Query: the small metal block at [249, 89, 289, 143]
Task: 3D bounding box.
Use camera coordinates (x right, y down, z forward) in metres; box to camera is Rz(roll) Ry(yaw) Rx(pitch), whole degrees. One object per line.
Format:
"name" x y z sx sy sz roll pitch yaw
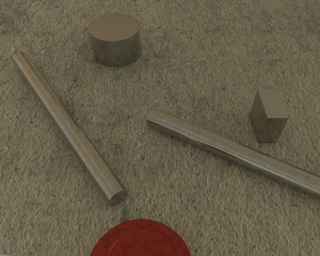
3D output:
"small metal block" 0.139 -0.015 0.401 0.025 0.050 0.050 -1 50 -1

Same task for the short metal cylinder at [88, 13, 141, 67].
"short metal cylinder" -0.073 -0.145 0.508 0.081 0.050 0.080 0 50 0

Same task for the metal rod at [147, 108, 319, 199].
"metal rod" 0.120 0.042 0.369 0.301 0.025 0.025 23 54 18

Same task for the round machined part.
"round machined part" -0.018 0.130 0.283 0.099 0.042 0.098 0 50 0

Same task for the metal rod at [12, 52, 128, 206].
"metal rod" -0.133 -0.017 0.415 0.025 0.025 0.300 -29 56 -22
